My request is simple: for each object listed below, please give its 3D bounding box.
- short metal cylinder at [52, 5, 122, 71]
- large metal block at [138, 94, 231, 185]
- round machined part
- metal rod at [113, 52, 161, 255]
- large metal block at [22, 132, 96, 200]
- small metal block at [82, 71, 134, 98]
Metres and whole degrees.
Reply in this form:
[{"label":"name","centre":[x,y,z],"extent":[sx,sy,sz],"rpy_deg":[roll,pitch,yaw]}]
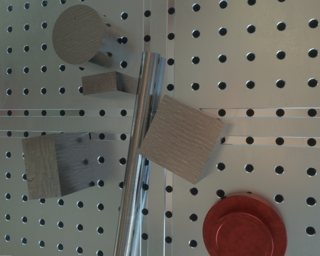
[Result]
[{"label":"short metal cylinder","centre":[-0.102,-0.124,0.435],"extent":[0.080,0.050,0.079],"rpy_deg":[0,90,20]},{"label":"large metal block","centre":[0.031,0.013,0.388],"extent":[0.080,0.050,0.080],"rpy_deg":[27,99,18]},{"label":"round machined part","centre":[0.099,0.129,0.369],"extent":[0.098,0.042,0.097],"rpy_deg":[0,90,20]},{"label":"metal rod","centre":[-0.033,0.047,0.424],"extent":[0.025,0.025,0.298],"rpy_deg":[10,93,19]},{"label":"large metal block","centre":[-0.138,0.050,0.432],"extent":[0.050,0.080,0.080],"rpy_deg":[-10,87,20]},{"label":"small metal block","centre":[-0.070,-0.058,0.424],"extent":[0.050,0.050,0.025],"rpy_deg":[-5,88,20]}]
